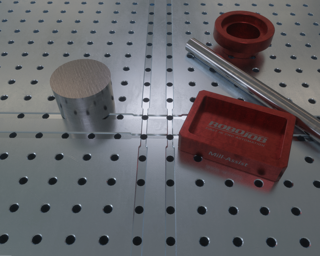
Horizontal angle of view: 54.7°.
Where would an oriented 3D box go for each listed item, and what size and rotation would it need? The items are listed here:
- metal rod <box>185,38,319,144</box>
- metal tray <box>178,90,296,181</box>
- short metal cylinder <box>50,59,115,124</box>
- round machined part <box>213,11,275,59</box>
[{"bbox_3d":[0.148,-0.053,0.452,0.025,0.025,0.300,-32,57,-24],"label":"metal rod"},{"bbox_3d":[0.099,0.005,0.400,0.130,0.030,0.090,18,52,14],"label":"metal tray"},{"bbox_3d":[-0.106,-0.052,0.434,0.081,0.050,0.080,0,50,0],"label":"short metal cylinder"},{"bbox_3d":[0.140,-0.156,0.529,0.099,0.042,0.098,0,50,0],"label":"round machined part"}]
